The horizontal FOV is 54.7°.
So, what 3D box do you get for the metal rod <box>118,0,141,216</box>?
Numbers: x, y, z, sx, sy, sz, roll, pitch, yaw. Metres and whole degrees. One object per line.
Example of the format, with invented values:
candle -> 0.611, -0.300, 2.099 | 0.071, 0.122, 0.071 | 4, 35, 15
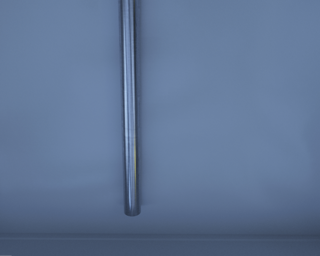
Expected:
metal rod -> -0.038, -0.017, 0.404 | 0.025, 0.025, 0.298 | 1, 110, -1
